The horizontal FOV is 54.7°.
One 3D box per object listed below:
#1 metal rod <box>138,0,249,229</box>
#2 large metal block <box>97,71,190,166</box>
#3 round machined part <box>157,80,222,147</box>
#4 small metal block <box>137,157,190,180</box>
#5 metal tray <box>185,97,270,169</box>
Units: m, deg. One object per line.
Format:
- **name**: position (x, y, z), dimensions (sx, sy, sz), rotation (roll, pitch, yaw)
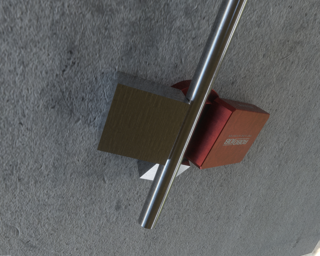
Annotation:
- **metal rod**: position (0.031, -0.005, 0.368), dimensions (0.025, 0.025, 0.298), rotation (8, 112, -32)
- **large metal block**: position (-0.022, -0.011, 0.359), dimensions (0.081, 0.050, 0.079), rotation (15, 112, -15)
- **round machined part**: position (0.042, -0.011, 0.413), dimensions (0.099, 0.042, 0.097), rotation (-14, 124, -21)
- **small metal block**: position (0.005, 0.050, 0.429), dimensions (0.050, 0.025, 0.050), rotation (17, 135, -35)
- **metal tray**: position (0.098, 0.008, 0.435), dimensions (0.131, 0.030, 0.089), rotation (2, 121, -52)
